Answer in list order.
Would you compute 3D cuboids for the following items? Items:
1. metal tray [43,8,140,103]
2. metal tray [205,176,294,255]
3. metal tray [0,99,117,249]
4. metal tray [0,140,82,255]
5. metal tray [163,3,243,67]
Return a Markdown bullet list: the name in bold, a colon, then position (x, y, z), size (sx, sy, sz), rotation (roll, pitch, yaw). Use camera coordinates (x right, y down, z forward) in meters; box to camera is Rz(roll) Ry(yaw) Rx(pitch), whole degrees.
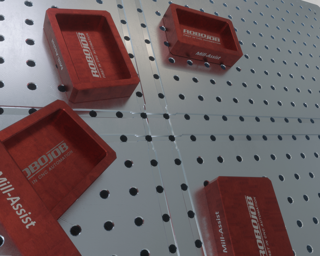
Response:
- **metal tray**: position (-0.092, -0.100, 0.415), size (0.091, 0.030, 0.130), rotation (-11, 68, -33)
- **metal tray**: position (0.113, 0.127, 0.388), size (0.091, 0.030, 0.130), rotation (6, 59, -25)
- **metal tray**: position (-0.110, 0.034, 0.295), size (0.090, 0.030, 0.131), rotation (46, 34, -3)
- **metal tray**: position (-0.116, 0.067, 0.260), size (0.030, 0.090, 0.130), rotation (-35, 81, -26)
- **metal tray**: position (0.075, -0.161, 0.542), size (0.131, 0.030, 0.090), rotation (5, 60, -26)
